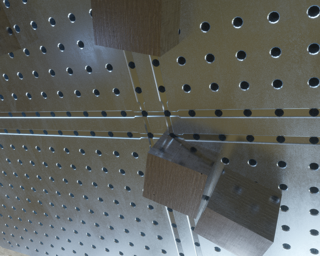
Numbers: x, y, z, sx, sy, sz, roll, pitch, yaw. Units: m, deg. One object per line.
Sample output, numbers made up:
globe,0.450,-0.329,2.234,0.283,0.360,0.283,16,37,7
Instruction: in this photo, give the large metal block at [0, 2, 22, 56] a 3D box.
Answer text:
large metal block,-0.263,-0.140,0.448,0.080,0.050,0.080,-3,117,29

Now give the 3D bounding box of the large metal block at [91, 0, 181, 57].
large metal block,-0.025,-0.128,0.329,0.080,0.050,0.079,15,125,20

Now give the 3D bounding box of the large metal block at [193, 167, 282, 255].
large metal block,0.099,0.107,0.390,0.080,0.080,0.050,26,128,12

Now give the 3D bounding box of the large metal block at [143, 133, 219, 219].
large metal block,0.027,0.064,0.421,0.080,0.050,0.079,19,126,17
